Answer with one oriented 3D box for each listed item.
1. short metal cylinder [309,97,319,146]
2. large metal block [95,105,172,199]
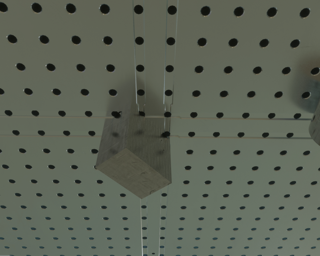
[{"bbox_3d":[0.228,-0.010,0.371,0.081,0.080,0.050,-1,130,1],"label":"short metal cylinder"},{"bbox_3d":[-0.031,0.031,0.402,0.050,0.080,0.080,-33,123,24],"label":"large metal block"}]
